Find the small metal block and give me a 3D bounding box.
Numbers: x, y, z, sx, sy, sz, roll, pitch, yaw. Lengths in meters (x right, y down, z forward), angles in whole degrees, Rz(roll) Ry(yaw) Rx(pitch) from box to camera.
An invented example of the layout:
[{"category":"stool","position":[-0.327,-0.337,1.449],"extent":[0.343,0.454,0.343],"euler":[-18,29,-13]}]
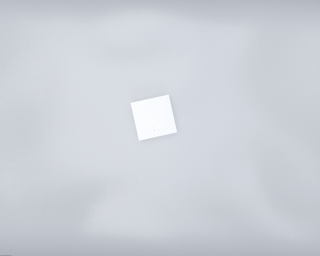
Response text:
[{"category":"small metal block","position":[-0.008,-0.013,0.411],"extent":[0.050,0.025,0.050],"euler":[-12,90,0]}]
